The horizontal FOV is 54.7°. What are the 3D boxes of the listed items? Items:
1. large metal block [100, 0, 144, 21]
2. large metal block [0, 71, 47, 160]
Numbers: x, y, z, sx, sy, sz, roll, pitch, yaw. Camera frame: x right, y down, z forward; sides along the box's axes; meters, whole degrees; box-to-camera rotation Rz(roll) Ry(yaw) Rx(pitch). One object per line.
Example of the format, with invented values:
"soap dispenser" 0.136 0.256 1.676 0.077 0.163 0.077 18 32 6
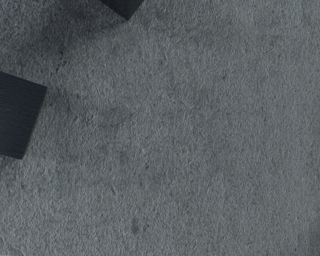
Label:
"large metal block" -0.049 -0.182 0.361 0.080 0.080 0.050 32 80 -17
"large metal block" -0.175 -0.017 0.331 0.081 0.050 0.080 19 84 -19
